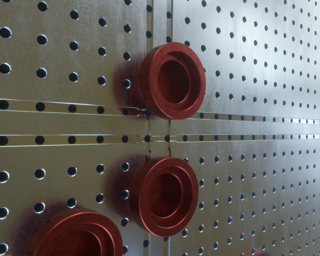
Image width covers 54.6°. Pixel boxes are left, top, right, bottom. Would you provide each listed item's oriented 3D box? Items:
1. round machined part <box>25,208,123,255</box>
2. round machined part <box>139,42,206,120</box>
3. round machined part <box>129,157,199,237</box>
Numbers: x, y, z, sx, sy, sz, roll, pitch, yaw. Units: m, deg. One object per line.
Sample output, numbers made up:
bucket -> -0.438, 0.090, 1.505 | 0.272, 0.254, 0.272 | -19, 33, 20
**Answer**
round machined part -> -0.091, 0.132, 0.321 | 0.099, 0.042, 0.097 | 0, 90, -40
round machined part -> 0.012, -0.059, 0.407 | 0.099, 0.042, 0.097 | 0, 90, -40
round machined part -> 0.001, 0.085, 0.398 | 0.099, 0.042, 0.097 | 0, 90, -40
